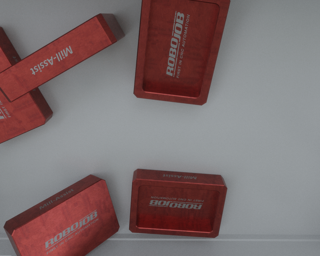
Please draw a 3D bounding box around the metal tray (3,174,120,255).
[{"bbox_3d":[-0.123,0.132,0.412,0.131,0.030,0.089,-28,115,-37],"label":"metal tray"}]

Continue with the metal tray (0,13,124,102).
[{"bbox_3d":[-0.106,-0.081,0.345,0.130,0.090,0.030,-27,108,9],"label":"metal tray"}]

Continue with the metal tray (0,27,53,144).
[{"bbox_3d":[-0.209,-0.050,0.387,0.090,0.030,0.129,-23,109,8],"label":"metal tray"}]

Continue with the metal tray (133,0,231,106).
[{"bbox_3d":[0.020,-0.094,0.359,0.091,0.030,0.129,7,123,-3],"label":"metal tray"}]

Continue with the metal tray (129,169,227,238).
[{"bbox_3d":[0.024,0.110,0.449,0.131,0.030,0.089,5,110,-3],"label":"metal tray"}]
